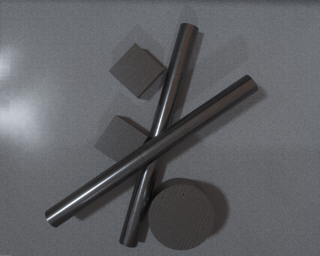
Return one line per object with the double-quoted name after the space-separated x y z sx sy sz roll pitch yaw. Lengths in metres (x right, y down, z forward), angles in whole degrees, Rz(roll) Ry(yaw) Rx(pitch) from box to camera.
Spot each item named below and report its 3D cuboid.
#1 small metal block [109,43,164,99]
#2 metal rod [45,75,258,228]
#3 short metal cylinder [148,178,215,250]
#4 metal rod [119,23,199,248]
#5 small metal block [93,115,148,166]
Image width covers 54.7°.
-0.031 -0.075 0.411 0.050 0.025 0.050 43 90 -1 "small metal block"
-0.011 0.029 0.385 0.301 0.025 0.025 -34 90 1 "metal rod"
0.026 0.108 0.399 0.081 0.050 0.079 0 90 -1 "short metal cylinder"
-0.001 0.009 0.411 0.025 0.025 0.298 16 90 -1 "metal rod"
-0.051 0.018 0.411 0.050 0.025 0.050 35 90 -1 "small metal block"
